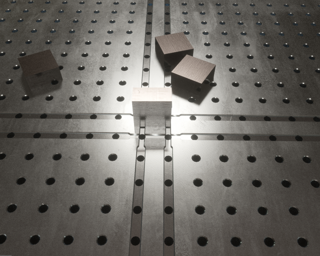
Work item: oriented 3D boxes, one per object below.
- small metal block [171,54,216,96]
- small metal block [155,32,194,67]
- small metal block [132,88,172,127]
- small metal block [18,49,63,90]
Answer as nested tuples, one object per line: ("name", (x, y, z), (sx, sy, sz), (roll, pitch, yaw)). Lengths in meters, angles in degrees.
("small metal block", (0.051, -0.082, 0.478), (0.050, 0.025, 0.050), (25, 54, 19))
("small metal block", (0.023, -0.133, 0.520), (0.050, 0.025, 0.050), (-13, 51, -12))
("small metal block", (-0.010, -0.027, 0.414), (0.050, 0.050, 0.025), (0, 50, -1))
("small metal block", (-0.187, -0.092, 0.483), (0.050, 0.025, 0.050), (-22, 54, -18))
